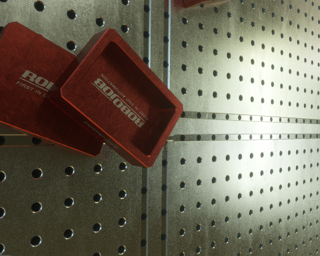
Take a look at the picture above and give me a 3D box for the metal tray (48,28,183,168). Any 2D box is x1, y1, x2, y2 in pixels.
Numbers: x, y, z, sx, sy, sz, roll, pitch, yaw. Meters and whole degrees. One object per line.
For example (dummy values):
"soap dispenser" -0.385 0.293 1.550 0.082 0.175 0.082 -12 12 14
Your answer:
"metal tray" -0.039 -0.028 0.334 0.130 0.030 0.090 44 63 -31

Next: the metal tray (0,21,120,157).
"metal tray" -0.109 -0.033 0.316 0.131 0.030 0.090 28 73 -37

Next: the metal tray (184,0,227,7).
"metal tray" 0.081 -0.242 0.475 0.131 0.030 0.089 -27 107 -37
